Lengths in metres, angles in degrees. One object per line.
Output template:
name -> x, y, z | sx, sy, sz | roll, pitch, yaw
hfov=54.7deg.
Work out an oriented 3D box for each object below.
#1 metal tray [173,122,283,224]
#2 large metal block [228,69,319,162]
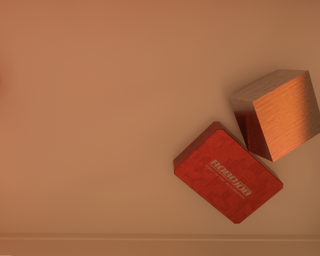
metal tray -> 0.094, 0.065, 0.434 | 0.130, 0.030, 0.090 | 41, 105, -14
large metal block -> 0.143, -0.018, 0.380 | 0.080, 0.050, 0.080 | -29, 109, -12
